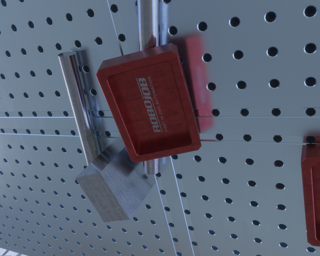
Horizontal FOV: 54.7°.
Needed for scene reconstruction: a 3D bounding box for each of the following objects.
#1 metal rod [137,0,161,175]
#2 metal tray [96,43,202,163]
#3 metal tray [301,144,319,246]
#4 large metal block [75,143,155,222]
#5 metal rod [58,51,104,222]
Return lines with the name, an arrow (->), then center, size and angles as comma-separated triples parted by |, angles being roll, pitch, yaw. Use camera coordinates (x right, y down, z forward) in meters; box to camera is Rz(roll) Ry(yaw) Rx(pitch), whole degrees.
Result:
metal rod -> -0.012, -0.067, 0.374 | 0.025, 0.025, 0.298 | 13, 124, 20
metal tray -> -0.009, -0.025, 0.366 | 0.090, 0.030, 0.129 | -13, 120, 9
metal tray -> 0.212, 0.080, 0.345 | 0.090, 0.030, 0.129 | -2, 118, 28
large metal block -> -0.062, 0.078, 0.455 | 0.050, 0.080, 0.080 | -17, 110, 34
metal rod -> -0.108, 0.031, 0.484 | 0.025, 0.025, 0.298 | 7, 122, 24
